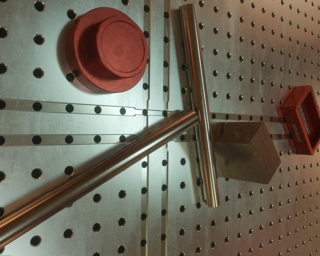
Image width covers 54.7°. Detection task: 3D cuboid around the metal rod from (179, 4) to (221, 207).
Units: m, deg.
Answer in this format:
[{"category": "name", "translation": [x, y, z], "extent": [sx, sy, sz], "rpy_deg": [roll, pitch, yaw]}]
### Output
[{"category": "metal rod", "translation": [0.061, -0.028, 0.462], "extent": [0.025, 0.025, 0.298], "rpy_deg": [-14, 99, -39]}]

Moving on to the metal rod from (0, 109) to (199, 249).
[{"category": "metal rod", "translation": [-0.059, 0.046, 0.361], "extent": [0.302, 0.025, 0.025], "rpy_deg": [-30, 109, -36]}]

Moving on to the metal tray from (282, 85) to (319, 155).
[{"category": "metal tray", "translation": [0.316, -0.016, 0.674], "extent": [0.090, 0.030, 0.130], "rpy_deg": [-44, 117, -31]}]

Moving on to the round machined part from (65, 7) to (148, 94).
[{"category": "round machined part", "translation": [-0.053, -0.089, 0.355], "extent": [0.099, 0.042, 0.097], "rpy_deg": [0, 90, -40]}]

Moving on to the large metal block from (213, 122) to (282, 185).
[{"category": "large metal block", "translation": [0.130, 0.037, 0.485], "extent": [0.050, 0.080, 0.080], "rpy_deg": [-46, 118, -30]}]
